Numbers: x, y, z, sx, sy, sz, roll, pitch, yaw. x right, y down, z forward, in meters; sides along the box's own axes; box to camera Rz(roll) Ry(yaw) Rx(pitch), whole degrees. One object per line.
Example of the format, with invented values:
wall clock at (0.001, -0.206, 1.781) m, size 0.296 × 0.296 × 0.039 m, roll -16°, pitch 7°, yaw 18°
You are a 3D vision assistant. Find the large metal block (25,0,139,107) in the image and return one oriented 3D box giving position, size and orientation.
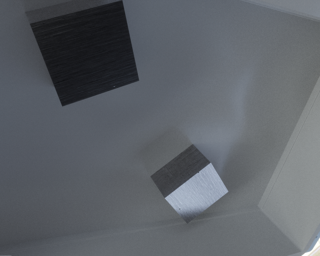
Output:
large metal block at (-0.074, -0.078, 0.304) m, size 0.081 × 0.050 × 0.080 m, roll -22°, pitch 127°, yaw -16°

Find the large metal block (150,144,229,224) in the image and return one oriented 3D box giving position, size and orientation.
large metal block at (0.046, 0.085, 0.470) m, size 0.080 × 0.050 × 0.080 m, roll -37°, pitch 129°, yaw -3°
